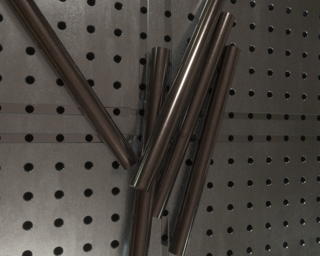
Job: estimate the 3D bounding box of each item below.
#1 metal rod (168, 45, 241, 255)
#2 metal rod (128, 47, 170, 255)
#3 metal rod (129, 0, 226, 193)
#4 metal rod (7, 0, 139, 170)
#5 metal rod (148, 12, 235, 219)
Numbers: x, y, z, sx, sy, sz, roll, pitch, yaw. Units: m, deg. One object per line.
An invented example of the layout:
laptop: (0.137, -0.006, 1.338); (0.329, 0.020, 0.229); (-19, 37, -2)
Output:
metal rod: (0.064, 0.027, 0.437); (0.025, 0.025, 0.299); (18, 84, -20)
metal rod: (-0.015, 0.044, 0.396); (0.025, 0.025, 0.298); (9, 83, -20)
metal rod: (0.031, -0.062, 0.401); (0.025, 0.025, 0.300); (28, 72, -18)
metal rod: (-0.116, -0.077, 0.370); (0.025, 0.025, 0.299); (-36, 102, -17)
metal rod: (0.044, -0.023, 0.429); (0.025, 0.025, 0.299); (24, 82, -19)
